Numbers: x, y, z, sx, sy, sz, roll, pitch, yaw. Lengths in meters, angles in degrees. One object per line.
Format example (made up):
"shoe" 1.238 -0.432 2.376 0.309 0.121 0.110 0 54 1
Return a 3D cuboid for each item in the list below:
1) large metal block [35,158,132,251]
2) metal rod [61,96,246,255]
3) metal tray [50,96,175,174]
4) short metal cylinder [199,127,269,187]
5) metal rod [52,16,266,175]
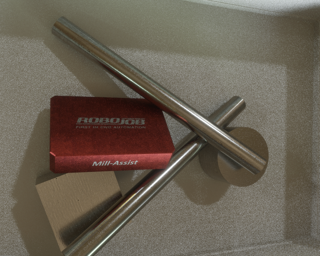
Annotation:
"large metal block" -0.089 0.083 0.360 0.081 0.050 0.080 -20 97 -19
"metal rod" 0.013 0.047 0.376 0.302 0.025 0.025 -39 103 -30
"metal tray" -0.057 0.005 0.356 0.131 0.030 0.090 0 46 -19
"short metal cylinder" 0.103 0.038 0.434 0.081 0.050 0.079 0 90 -21
"metal rod" 0.003 -0.037 0.380 0.301 0.025 0.025 35 78 -5
